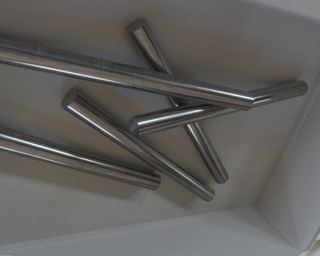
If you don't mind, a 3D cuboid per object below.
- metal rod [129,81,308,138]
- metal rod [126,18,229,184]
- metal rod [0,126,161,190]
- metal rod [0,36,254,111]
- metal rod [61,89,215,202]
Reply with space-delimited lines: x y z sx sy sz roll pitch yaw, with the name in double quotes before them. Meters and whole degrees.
"metal rod" 0.098 -0.033 0.421 0.303 0.025 0.025 -14 125 -30
"metal rod" 0.039 -0.013 0.423 0.025 0.025 0.299 -37 130 -4
"metal rod" -0.118 0.032 0.364 0.302 0.025 0.025 23 106 -37
"metal rod" -0.025 -0.054 0.336 0.302 0.025 0.025 8 115 -24
"metal rod" -0.008 0.041 0.430 0.025 0.025 0.301 -47 130 5
